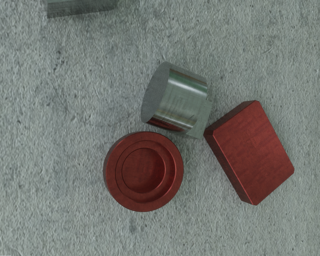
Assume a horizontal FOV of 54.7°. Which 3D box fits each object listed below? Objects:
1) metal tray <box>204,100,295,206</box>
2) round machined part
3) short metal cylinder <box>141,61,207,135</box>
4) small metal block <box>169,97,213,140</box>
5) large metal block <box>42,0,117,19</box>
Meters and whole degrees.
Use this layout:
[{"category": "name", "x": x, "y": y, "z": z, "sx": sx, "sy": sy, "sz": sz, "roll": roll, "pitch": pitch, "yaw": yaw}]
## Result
[{"category": "metal tray", "x": 0.133, "y": 0.036, "z": 0.457, "sx": 0.090, "sy": 0.030, "sz": 0.130, "roll": -35, "pitch": 102, "yaw": -17}, {"category": "round machined part", "x": -0.023, "y": 0.053, "z": 0.392, "sx": 0.099, "sy": 0.042, "sz": 0.097, "roll": 0, "pitch": 90, "yaw": -21}, {"category": "short metal cylinder", "x": 0.015, "y": -0.036, "z": 0.386, "sx": 0.050, "sy": 0.080, "sz": 0.080, "roll": 19, "pitch": 84, "yaw": -19}, {"category": "small metal block", "x": 0.040, "y": -0.013, "z": 0.412, "sx": 0.025, "sy": 0.050, "sz": 0.050, "roll": 20, "pitch": 83, "yaw": -20}, {"category": "large metal block", "x": -0.100, "y": -0.180, "z": 0.359, "sx": 0.081, "sy": 0.050, "sz": 0.080, "roll": -16, "pitch": 96, "yaw": -20}]
